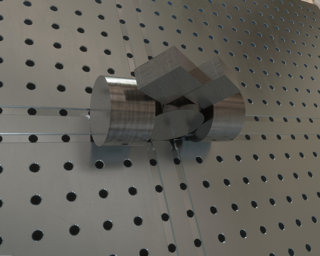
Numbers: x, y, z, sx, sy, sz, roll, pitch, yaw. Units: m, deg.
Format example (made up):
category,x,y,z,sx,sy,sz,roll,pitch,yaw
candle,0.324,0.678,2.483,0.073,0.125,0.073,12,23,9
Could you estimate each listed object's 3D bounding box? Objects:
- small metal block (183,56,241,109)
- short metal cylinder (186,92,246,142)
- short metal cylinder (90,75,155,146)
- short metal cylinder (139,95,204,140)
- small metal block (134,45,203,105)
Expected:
category,x,y,z,sx,sy,sz,roll,pitch,yaw
small metal block,0.057,-0.050,0.355,0.050,0.050,0.025,24,46,-53
short metal cylinder,0.069,-0.021,0.422,0.050,0.080,0.080,0,62,-27
short metal cylinder,-0.046,-0.019,0.359,0.050,0.080,0.080,1,61,-28
short metal cylinder,0.010,-0.024,0.393,0.081,0.080,0.050,1,62,-28
small metal block,0.009,-0.053,0.325,0.050,0.050,0.025,25,45,-54
